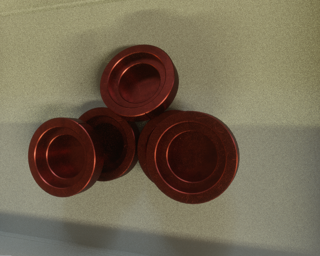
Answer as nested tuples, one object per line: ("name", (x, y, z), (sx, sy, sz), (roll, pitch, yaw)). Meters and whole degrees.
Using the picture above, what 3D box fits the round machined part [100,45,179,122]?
("round machined part", (-0.023, -0.053, 0.397), (0.098, 0.042, 0.098), (-6, 70, 16))

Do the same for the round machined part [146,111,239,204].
("round machined part", (0.038, 0.031, 0.342), (0.098, 0.042, 0.097), (0, 90, 20))

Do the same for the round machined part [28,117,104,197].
("round machined part", (-0.114, 0.035, 0.396), (0.098, 0.042, 0.097), (0, 90, 20))

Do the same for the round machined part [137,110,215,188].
("round machined part", (0.025, 0.027, 0.392), (0.098, 0.042, 0.097), (0, 90, 20))

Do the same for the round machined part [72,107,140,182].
("round machined part", (-0.070, 0.021, 0.425), (0.098, 0.042, 0.097), (0, 90, 20))
